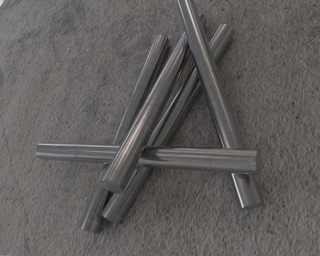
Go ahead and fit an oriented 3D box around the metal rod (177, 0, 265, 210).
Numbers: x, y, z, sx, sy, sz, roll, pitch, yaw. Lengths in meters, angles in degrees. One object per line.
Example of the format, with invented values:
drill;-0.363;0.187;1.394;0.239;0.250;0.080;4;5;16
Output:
metal rod;0.064;-0.051;0.377;0.025;0.025;0.299;-21;61;16

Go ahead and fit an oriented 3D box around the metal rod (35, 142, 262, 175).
metal rod;-0.037;0.032;0.368;0.300;0.025;0.025;0;62;30

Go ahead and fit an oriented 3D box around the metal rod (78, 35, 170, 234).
metal rod;-0.042;-0.007;0.430;0.025;0.025;0.300;5;64;30

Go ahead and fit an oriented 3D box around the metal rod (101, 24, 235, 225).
metal rod;0.017;-0.015;0.403;0.025;0.025;0.300;22;73;36

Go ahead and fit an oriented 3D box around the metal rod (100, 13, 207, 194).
metal rod;0.006;-0.053;0.391;0.025;0.025;0.300;3;50;30
